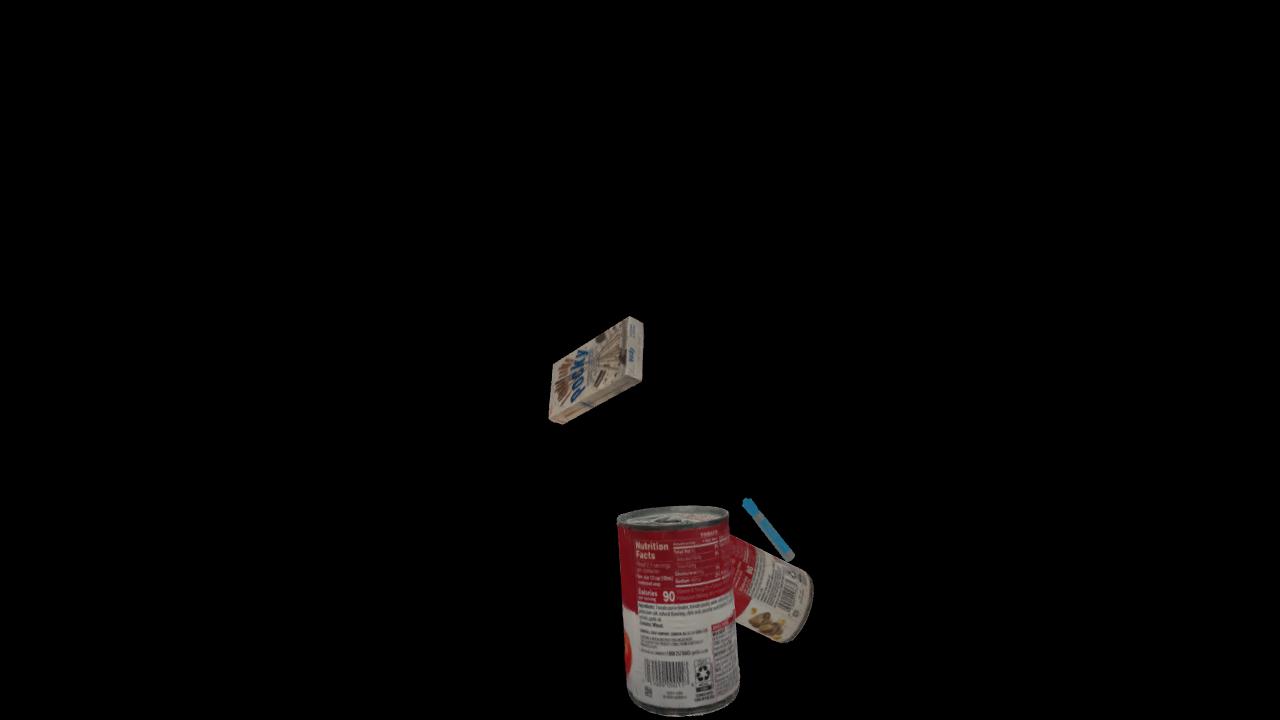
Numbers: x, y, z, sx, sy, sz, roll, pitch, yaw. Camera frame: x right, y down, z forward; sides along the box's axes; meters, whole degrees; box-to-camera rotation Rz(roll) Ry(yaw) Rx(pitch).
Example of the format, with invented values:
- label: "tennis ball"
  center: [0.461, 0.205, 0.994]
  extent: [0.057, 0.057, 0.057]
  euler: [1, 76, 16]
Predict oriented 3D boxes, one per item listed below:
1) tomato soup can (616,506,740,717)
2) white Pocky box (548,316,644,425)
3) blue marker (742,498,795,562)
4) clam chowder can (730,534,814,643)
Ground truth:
- label: "tomato soup can"
  center: [0.023, 0.142, 0.361]
  extent: [0.068, 0.101, 0.068]
  euler: [-4, -5, 0]
- label: "white Pocky box"
  center: [-0.055, 0.015, 0.747]
  extent: [0.028, 0.084, 0.154]
  euler: [25, -39, -35]
- label: "blue marker"
  center: [0.201, 0.266, 0.968]
  extent: [0.020, 0.121, 0.020]
  euler: [-38, 5, 4]
- label: "clam chowder can"
  center: [0.092, 0.197, 0.545]
  extent: [0.102, 0.068, 0.068]
  euler: [27, -2, -4]
